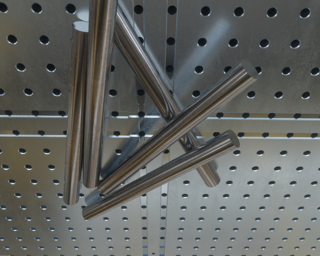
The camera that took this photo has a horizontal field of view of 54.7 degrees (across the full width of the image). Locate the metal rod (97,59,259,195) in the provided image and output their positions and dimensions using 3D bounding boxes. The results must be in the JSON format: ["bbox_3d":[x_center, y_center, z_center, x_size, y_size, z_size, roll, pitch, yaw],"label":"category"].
[{"bbox_3d":[0.000,0.018,0.398,0.025,0.025,0.299,29,133,-23],"label":"metal rod"}]

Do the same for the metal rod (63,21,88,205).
[{"bbox_3d":[-0.112,0.006,0.414,0.025,0.025,0.298,10,130,-9],"label":"metal rod"}]

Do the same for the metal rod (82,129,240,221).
[{"bbox_3d":[-0.017,0.081,0.458,0.299,0.025,0.025,-32,124,32],"label":"metal rod"}]

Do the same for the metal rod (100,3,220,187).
[{"bbox_3d":[0.014,-0.019,0.395,0.025,0.025,0.299,-21,127,17],"label":"metal rod"}]

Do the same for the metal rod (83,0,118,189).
[{"bbox_3d":[-0.078,-0.018,0.376,0.025,0.025,0.298,8,135,-8],"label":"metal rod"}]
